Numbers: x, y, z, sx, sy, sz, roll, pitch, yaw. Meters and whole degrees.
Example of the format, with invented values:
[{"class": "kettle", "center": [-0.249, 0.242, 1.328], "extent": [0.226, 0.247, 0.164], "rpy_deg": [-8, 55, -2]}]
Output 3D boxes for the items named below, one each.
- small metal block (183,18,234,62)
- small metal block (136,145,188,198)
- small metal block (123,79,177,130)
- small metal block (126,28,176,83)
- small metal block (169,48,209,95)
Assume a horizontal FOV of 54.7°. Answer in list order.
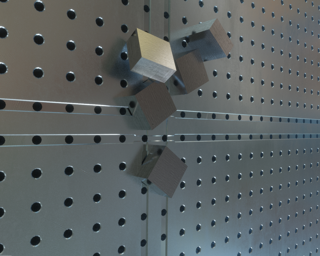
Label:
[{"class": "small metal block", "center": [0.071, -0.127, 0.455], "extent": [0.050, 0.050, 0.025], "rpy_deg": [47, 62, -30]}, {"class": "small metal block", "center": [0.003, 0.058, 0.414], "extent": [0.050, 0.025, 0.050], "rpy_deg": [45, 63, -31]}, {"class": "small metal block", "center": [-0.012, -0.032, 0.401], "extent": [0.050, 0.025, 0.050], "rpy_deg": [-40, 115, -33]}, {"class": "small metal block", "center": [-0.011, -0.089, 0.384], "extent": [0.050, 0.025, 0.050], "rpy_deg": [14, 50, -34]}, {"class": "small metal block", "center": [0.039, -0.080, 0.444], "extent": [0.050, 0.025, 0.050], "rpy_deg": [-34, 111, -35]}]
